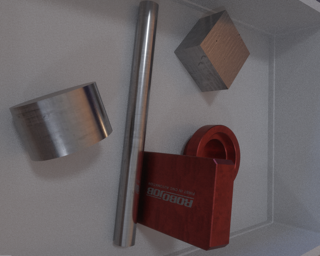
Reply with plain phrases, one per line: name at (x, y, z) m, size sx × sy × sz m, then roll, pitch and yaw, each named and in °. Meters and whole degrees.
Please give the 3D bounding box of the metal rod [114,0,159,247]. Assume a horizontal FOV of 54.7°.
metal rod at (-0.028, -0.009, 0.384) m, size 0.025 × 0.025 × 0.298 m, roll 9°, pitch 84°, yaw -40°

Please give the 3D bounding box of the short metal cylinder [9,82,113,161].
short metal cylinder at (-0.092, -0.008, 0.295) m, size 0.081 × 0.080 × 0.050 m, roll -27°, pitch 108°, yaw -37°

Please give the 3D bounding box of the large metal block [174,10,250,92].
large metal block at (0.079, -0.112, 0.459) m, size 0.080 × 0.050 × 0.080 m, roll 50°, pitch 61°, yaw -29°

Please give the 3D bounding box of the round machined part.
round machined part at (0.073, 0.044, 0.459) m, size 0.099 × 0.042 × 0.097 m, roll 0°, pitch 90°, yaw -40°

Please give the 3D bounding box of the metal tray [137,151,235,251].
metal tray at (0.021, 0.076, 0.358) m, size 0.030 × 0.130 × 0.089 m, roll 9°, pitch 84°, yaw -40°
